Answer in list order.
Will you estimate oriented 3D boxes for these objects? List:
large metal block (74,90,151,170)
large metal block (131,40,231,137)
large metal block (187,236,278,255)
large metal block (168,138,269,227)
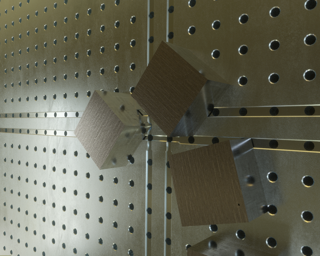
[{"bbox_3d":[-0.072,0.002,0.454,0.080,0.050,0.080,47,118,29],"label":"large metal block"},{"bbox_3d":[0.022,-0.046,0.376,0.080,0.050,0.080,48,118,29],"label":"large metal block"},{"bbox_3d":[0.076,0.172,0.331,0.080,0.050,0.080,3,92,40],"label":"large metal block"},{"bbox_3d":[0.063,0.060,0.342,0.080,0.050,0.080,-19,78,38],"label":"large metal block"}]
